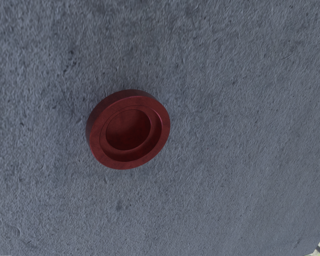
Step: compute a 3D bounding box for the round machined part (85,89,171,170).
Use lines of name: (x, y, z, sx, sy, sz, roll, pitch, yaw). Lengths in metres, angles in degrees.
round machined part: (-0.040, -0.002, 0.372, 0.099, 0.042, 0.097, -14, 124, -21)
